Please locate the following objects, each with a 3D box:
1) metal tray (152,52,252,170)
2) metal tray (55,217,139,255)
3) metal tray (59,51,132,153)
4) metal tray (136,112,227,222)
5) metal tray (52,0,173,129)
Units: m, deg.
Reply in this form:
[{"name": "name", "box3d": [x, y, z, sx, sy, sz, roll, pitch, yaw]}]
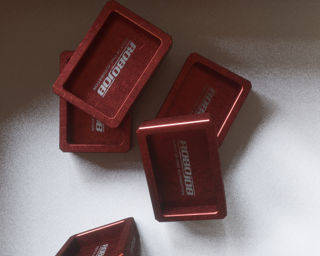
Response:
[{"name": "metal tray", "box3d": [0.050, -0.021, 0.409, 0.090, 0.030, 0.130, 28, 90, -1]}, {"name": "metal tray", "box3d": [-0.074, 0.148, 0.358, 0.090, 0.130, 0.030, -17, 90, 0]}, {"name": "metal tray", "box3d": [-0.082, -0.033, 0.407, 0.091, 0.030, 0.129, 0, 90, -1]}, {"name": "metal tray", "box3d": [0.029, 0.051, 0.381, 0.090, 0.030, 0.129, -7, 108, 12]}, {"name": "metal tray", "box3d": [-0.056, -0.075, 0.377, 0.090, 0.030, 0.130, 32, 90, -1]}]
